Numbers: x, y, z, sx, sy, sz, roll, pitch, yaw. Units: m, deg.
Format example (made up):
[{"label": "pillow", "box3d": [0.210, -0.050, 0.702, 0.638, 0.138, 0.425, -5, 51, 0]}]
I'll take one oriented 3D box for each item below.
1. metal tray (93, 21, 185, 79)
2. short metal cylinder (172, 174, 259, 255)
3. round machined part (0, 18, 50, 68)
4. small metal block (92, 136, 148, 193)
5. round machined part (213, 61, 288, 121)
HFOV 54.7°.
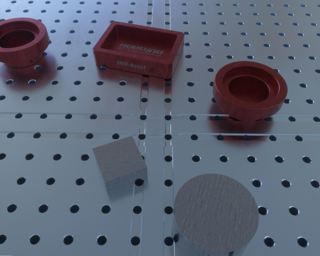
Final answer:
[{"label": "metal tray", "box3d": [-0.033, -0.132, 0.514, 0.131, 0.030, 0.090, 13, 51, 10]}, {"label": "short metal cylinder", "box3d": [0.053, 0.094, 0.314, 0.081, 0.050, 0.080, 0, 50, 0]}, {"label": "round machined part", "box3d": [-0.231, -0.136, 0.508, 0.099, 0.042, 0.098, 0, 50, 0]}, {"label": "small metal block", "box3d": [-0.048, 0.043, 0.371, 0.050, 0.025, 0.050, -18, 53, -15]}, {"label": "round machined part", "box3d": [0.124, -0.048, 0.439, 0.099, 0.042, 0.098, 0, 50, 0]}]
